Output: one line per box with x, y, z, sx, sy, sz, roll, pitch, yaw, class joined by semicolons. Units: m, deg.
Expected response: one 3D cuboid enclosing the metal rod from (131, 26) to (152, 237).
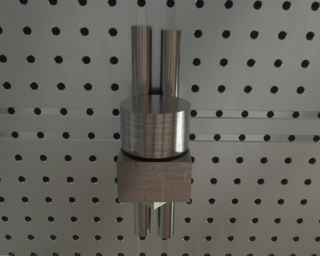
-0.024;0.018;0.421;0.025;0.025;0.298;1;110;-1;metal rod

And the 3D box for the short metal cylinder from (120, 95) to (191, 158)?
-0.006;-0.005;0.360;0.081;0.080;0.050;1;110;-1;short metal cylinder

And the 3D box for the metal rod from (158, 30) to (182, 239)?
0.011;0.022;0.423;0.025;0.025;0.298;1;110;-1;metal rod

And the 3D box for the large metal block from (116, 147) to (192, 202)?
-0.006;0.046;0.374;0.081;0.080;0.050;0;110;-1;large metal block

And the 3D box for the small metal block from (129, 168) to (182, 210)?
-0.007;0.075;0.403;0.050;0.050;0.025;-18;118;-42;small metal block
